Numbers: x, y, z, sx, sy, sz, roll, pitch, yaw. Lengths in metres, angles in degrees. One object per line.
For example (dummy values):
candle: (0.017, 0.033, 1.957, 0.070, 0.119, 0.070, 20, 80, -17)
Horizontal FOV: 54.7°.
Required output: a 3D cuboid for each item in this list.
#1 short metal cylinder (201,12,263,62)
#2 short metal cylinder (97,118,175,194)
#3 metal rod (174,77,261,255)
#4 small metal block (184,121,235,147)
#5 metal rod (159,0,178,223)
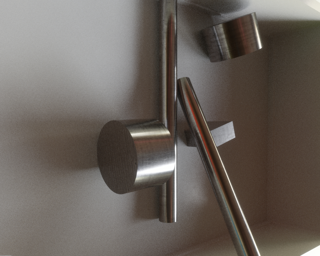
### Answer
short metal cylinder: (0.108, -0.135, 0.464, 0.081, 0.080, 0.050, -31, 110, -36)
short metal cylinder: (-0.029, 0.030, 0.349, 0.050, 0.080, 0.079, -5, 93, -40)
metal rod: (0.076, 0.069, 0.389, 0.025, 0.025, 0.299, -2, 65, -40)
small metal block: (0.073, 0.009, 0.454, 0.050, 0.050, 0.025, -21, 104, -38)
metal rod: (0.011, -0.025, 0.417, 0.025, 0.025, 0.298, 0, 90, -40)
